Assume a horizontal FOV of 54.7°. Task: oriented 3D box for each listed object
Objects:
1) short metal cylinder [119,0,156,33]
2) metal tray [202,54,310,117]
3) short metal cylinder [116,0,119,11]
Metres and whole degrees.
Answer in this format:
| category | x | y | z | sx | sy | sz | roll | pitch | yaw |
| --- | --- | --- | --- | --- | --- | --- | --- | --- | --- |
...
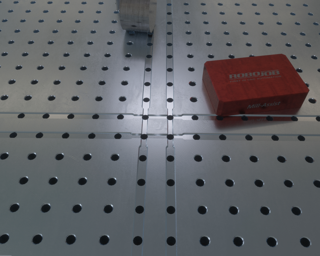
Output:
| category | x | y | z | sx | sy | sz | roll | pitch | yaw |
| --- | --- | --- | --- | --- | --- | --- | --- | --- | --- |
| short metal cylinder | -0.037 | -0.213 | 0.550 | 0.050 | 0.080 | 0.080 | 7 | 50 | 6 |
| metal tray | 0.138 | -0.066 | 0.461 | 0.131 | 0.030 | 0.090 | -7 | 50 | -6 |
| short metal cylinder | -0.049 | -0.267 | 0.615 | 0.081 | 0.050 | 0.080 | 0 | 50 | 0 |
